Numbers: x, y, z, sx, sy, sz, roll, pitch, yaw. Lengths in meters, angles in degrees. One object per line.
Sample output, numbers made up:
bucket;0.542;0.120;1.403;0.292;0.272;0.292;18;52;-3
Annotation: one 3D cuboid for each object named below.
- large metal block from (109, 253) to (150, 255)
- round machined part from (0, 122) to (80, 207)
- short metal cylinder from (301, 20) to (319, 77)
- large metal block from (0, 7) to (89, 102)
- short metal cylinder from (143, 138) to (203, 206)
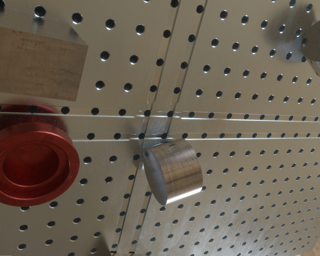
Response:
large metal block;-0.059;0.261;0.524;0.080;0.050;0.080;19;109;-36
round machined part;-0.144;0.036;0.344;0.099;0.042;0.097;-14;124;-21
short metal cylinder;0.252;-0.115;0.442;0.050;0.080;0.080;33;100;-38
large metal block;-0.117;-0.067;0.270;0.081;0.080;0.050;5;116;-31
short metal cylinder;0.015;0.058;0.420;0.050;0.080;0.079;-15;125;-20
